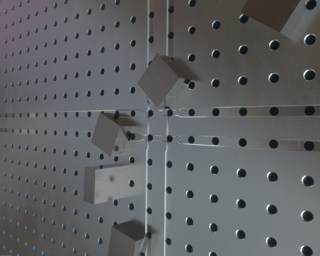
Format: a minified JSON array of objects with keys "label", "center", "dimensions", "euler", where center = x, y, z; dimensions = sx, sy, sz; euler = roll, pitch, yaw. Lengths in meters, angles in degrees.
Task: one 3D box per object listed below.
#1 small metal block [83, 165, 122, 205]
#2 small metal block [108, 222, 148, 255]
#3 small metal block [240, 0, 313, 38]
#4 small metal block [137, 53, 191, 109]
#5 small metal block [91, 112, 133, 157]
[{"label":"small metal block","center":[-0.086,0.083,0.465],"dimensions":[0.025,0.050,0.050],"euler":[4,93,40]},{"label":"small metal block","center":[-0.047,0.173,0.450],"dimensions":[0.050,0.025,0.050],"euler":[15,100,39]},{"label":"small metal block","center":[0.119,-0.127,0.312],"dimensions":[0.050,0.025,0.050],"euler":[43,116,31]},{"label":"small metal block","center":[0.005,-0.061,0.407],"dimensions":[0.050,0.025,0.050],"euler":[52,120,27]},{"label":"small metal block","center":[-0.074,0.009,0.472],"dimensions":[0.050,0.025,0.050],"euler":[31,109,35]}]
